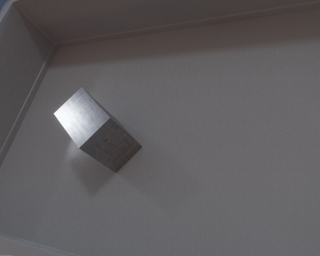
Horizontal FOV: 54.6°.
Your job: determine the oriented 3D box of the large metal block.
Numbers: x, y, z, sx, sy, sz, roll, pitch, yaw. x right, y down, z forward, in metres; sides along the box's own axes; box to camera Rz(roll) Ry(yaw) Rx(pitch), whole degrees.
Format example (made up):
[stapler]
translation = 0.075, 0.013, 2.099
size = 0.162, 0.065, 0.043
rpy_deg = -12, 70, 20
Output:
[large metal block]
translation = -0.081, 0.003, 0.412
size = 0.050, 0.080, 0.080
rpy_deg = -45, 51, -3
